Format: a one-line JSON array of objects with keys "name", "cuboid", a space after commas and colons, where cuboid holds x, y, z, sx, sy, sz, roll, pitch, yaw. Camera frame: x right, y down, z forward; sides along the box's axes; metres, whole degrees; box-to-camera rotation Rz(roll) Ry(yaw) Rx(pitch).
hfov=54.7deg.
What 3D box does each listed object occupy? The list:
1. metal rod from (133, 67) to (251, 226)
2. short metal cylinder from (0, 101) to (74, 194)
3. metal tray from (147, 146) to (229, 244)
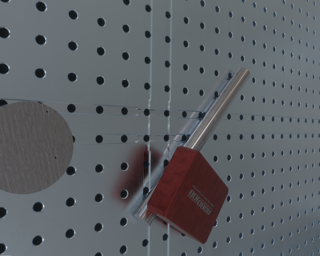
[{"name": "metal rod", "cuboid": [0.060, 0.011, 0.459, 0.301, 0.025, 0.025, -52, 121, -27]}, {"name": "short metal cylinder", "cuboid": [-0.129, 0.017, 0.285, 0.081, 0.050, 0.079, 0, 90, -40]}, {"name": "metal tray", "cuboid": [0.044, 0.094, 0.419, 0.090, 0.030, 0.130, -61, 139, -18]}]
